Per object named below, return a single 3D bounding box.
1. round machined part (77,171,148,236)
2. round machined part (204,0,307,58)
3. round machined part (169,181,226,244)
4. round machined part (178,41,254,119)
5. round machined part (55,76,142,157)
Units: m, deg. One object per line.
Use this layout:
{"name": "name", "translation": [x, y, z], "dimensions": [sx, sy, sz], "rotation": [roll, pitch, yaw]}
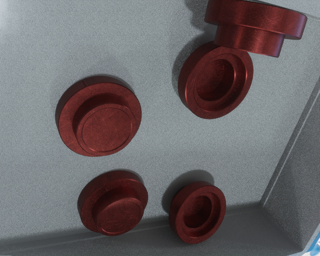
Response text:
{"name": "round machined part", "translation": [-0.062, 0.111, 0.433], "dimensions": [0.099, 0.042, 0.097], "rotation": [-14, 124, -21]}
{"name": "round machined part", "translation": [0.093, -0.100, 0.318], "dimensions": [0.099, 0.098, 0.042], "rotation": [2, 109, -29]}
{"name": "round machined part", "translation": [0.055, 0.131, 0.498], "dimensions": [0.099, 0.042, 0.097], "rotation": [-8, 107, -29]}
{"name": "round machined part", "translation": [0.066, -0.064, 0.394], "dimensions": [0.099, 0.042, 0.097], "rotation": [-14, 124, -21]}
{"name": "round machined part", "translation": [-0.066, -0.007, 0.357], "dimensions": [0.099, 0.042, 0.097], "rotation": [-14, 124, -21]}
